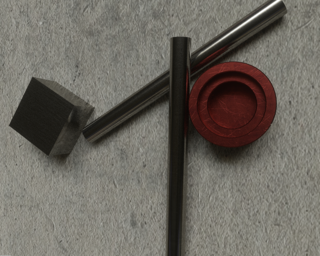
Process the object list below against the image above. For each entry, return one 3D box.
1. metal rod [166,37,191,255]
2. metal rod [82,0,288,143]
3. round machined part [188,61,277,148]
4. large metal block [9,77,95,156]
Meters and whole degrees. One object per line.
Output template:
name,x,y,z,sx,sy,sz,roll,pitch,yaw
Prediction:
metal rod,0.022,0.042,0.385,0.025,0.025,0.298,3,97,19
metal rod,0.019,-0.067,0.401,0.300,0.025,0.025,-32,80,16
round machined part,0.087,-0.027,0.369,0.098,0.042,0.097,0,90,19
large metal block,-0.156,-0.017,0.449,0.080,0.050,0.080,33,100,16
